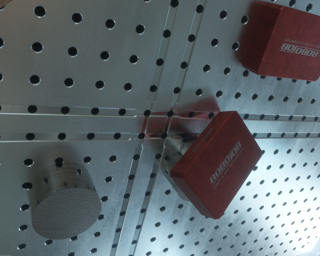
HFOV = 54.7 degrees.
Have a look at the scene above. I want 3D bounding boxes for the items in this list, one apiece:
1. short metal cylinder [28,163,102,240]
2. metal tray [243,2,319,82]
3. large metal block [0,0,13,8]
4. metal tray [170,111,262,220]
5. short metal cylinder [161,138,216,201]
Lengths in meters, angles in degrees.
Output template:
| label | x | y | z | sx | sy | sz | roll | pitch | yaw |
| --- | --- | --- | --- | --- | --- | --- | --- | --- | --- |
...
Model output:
| label | x | y | z | sx | sy | sz | roll | pitch | yaw |
| --- | --- | --- | --- | --- | --- | --- | --- | --- | --- |
| short metal cylinder | -0.119 | 0.091 | 0.386 | 0.081 | 0.050 | 0.079 | -14 | 124 | -21 |
| metal tray | 0.189 | -0.117 | 0.439 | 0.131 | 0.030 | 0.089 | 0 | 118 | -29 |
| large metal block | -0.165 | -0.120 | 0.231 | 0.080 | 0.050 | 0.080 | -35 | 129 | -5 |
| metal tray | 0.084 | 0.049 | 0.436 | 0.130 | 0.030 | 0.090 | -48 | 114 | -25 |
| short metal cylinder | 0.049 | 0.061 | 0.460 | 0.081 | 0.050 | 0.079 | -14 | 124 | -21 |
